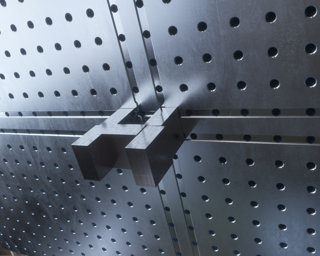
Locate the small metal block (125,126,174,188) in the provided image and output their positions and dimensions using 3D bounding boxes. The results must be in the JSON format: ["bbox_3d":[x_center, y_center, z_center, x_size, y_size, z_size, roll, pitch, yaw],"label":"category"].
[{"bbox_3d":[-0.010,0.031,0.352,0.025,0.050,0.050,1,118,28],"label":"small metal block"}]

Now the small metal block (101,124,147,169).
[{"bbox_3d":[-0.038,0.023,0.380,0.050,0.025,0.050,1,119,27],"label":"small metal block"}]

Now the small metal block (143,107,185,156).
[{"bbox_3d":[0.006,0.007,0.394,0.025,0.050,0.050,-1,118,28],"label":"small metal block"}]

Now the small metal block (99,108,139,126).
[{"bbox_3d":[-0.052,0.007,0.424,0.025,0.050,0.050,1,119,27],"label":"small metal block"}]

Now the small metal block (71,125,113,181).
[{"bbox_3d":[-0.077,0.030,0.387,0.025,0.050,0.050,1,118,28],"label":"small metal block"}]
